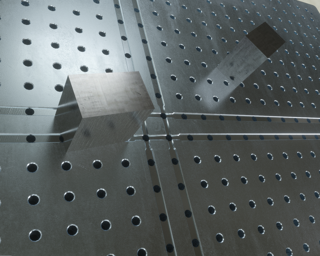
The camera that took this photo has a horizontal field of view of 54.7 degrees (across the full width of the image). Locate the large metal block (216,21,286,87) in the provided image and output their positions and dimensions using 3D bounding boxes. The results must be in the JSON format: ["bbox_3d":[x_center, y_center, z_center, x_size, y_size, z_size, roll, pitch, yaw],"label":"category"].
[{"bbox_3d":[0.158,-0.128,0.539,0.050,0.080,0.080,47,51,4],"label":"large metal block"}]

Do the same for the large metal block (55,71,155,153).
[{"bbox_3d":[-0.065,-0.018,0.350,0.081,0.080,0.050,-10,67,-33],"label":"large metal block"}]
